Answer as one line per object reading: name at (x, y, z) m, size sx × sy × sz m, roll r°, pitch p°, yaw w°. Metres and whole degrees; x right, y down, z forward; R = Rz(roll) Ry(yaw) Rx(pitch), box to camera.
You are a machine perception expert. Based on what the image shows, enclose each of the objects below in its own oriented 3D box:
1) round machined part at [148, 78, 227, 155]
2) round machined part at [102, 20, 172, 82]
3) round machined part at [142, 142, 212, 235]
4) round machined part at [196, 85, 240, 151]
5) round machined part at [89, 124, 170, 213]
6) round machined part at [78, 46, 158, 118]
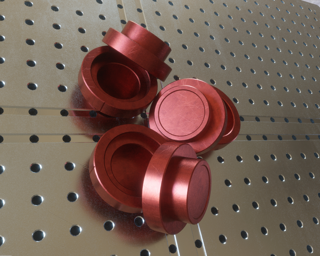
round machined part at (0.031, -0.015, 0.384) m, size 0.098 × 0.098 × 0.042 m, roll 63°, pitch 12°, yaw 17°
round machined part at (-0.024, -0.106, 0.413) m, size 0.098 × 0.042 × 0.098 m, roll 33°, pitch 7°, yaw -4°
round machined part at (0.024, 0.065, 0.333) m, size 0.099 × 0.042 × 0.097 m, roll -15°, pitch 107°, yaw -60°
round machined part at (0.060, -0.012, 0.436) m, size 0.099 × 0.042 × 0.098 m, roll 13°, pitch 56°, yaw -21°
round machined part at (-0.031, 0.048, 0.350) m, size 0.099 × 0.042 × 0.098 m, roll 13°, pitch 56°, yaw -21°
round machined part at (-0.056, -0.054, 0.399) m, size 0.099 × 0.042 × 0.098 m, roll 13°, pitch 56°, yaw -21°
